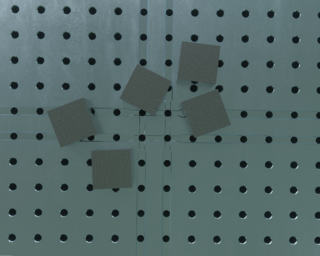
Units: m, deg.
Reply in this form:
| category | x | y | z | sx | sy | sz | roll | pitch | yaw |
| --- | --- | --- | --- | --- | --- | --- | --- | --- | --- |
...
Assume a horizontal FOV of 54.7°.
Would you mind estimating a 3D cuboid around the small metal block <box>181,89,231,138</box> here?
| category | x | y | z | sx | sy | sz | roll | pitch | yaw |
| --- | --- | --- | --- | --- | --- | --- | --- | --- | --- |
| small metal block | 0.060 | -0.019 | 0.414 | 0.050 | 0.025 | 0.050 | -20 | 90 | -1 |

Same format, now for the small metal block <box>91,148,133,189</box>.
| category | x | y | z | sx | sy | sz | roll | pitch | yaw |
| --- | --- | --- | --- | --- | --- | --- | --- | --- | --- |
| small metal block | -0.063 | 0.053 | 0.413 | 0.050 | 0.025 | 0.050 | -3 | 90 | -1 |

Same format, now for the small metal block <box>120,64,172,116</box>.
| category | x | y | z | sx | sy | sz | roll | pitch | yaw |
| --- | --- | --- | --- | --- | --- | --- | --- | --- | --- |
| small metal block | -0.018 | -0.049 | 0.413 | 0.050 | 0.025 | 0.050 | 27 | 90 | -1 |

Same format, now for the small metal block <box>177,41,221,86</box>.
| category | x | y | z | sx | sy | sz | roll | pitch | yaw |
| --- | --- | --- | --- | --- | --- | --- | --- | --- | --- |
| small metal block | 0.051 | -0.085 | 0.414 | 0.050 | 0.025 | 0.050 | 7 | 90 | -1 |

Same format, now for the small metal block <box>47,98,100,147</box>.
| category | x | y | z | sx | sy | sz | roll | pitch | yaw |
| --- | --- | --- | --- | --- | --- | --- | --- | --- | --- |
| small metal block | -0.114 | -0.007 | 0.412 | 0.050 | 0.025 | 0.050 | -21 | 90 | -1 |
